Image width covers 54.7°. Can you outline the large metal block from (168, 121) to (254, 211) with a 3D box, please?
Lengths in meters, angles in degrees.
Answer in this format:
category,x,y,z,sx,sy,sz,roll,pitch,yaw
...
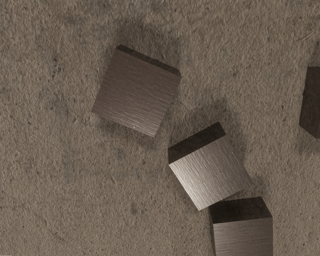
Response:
category,x,y,z,sx,sy,sz,roll,pitch,yaw
large metal block,0.066,0.050,0.416,0.080,0.050,0.080,-29,108,10

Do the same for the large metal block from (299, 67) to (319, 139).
category,x,y,z,sx,sy,sz,roll,pitch,yaw
large metal block,0.230,-0.033,0.388,0.081,0.050,0.079,-1,110,0

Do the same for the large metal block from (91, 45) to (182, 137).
category,x,y,z,sx,sy,sz,roll,pitch,yaw
large metal block,-0.028,-0.046,0.379,0.080,0.050,0.079,22,108,-9

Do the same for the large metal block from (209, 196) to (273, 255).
category,x,y,z,sx,sy,sz,roll,pitch,yaw
large metal block,0.117,0.153,0.455,0.080,0.050,0.079,-7,110,2
